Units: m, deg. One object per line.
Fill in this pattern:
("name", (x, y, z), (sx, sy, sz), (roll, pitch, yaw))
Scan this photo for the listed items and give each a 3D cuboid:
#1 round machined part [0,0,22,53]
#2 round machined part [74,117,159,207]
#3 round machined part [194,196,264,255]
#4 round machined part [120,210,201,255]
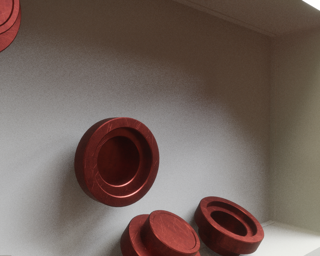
("round machined part", (-0.156, -0.105, 0.248), (0.099, 0.042, 0.097), (-4, 94, -57))
("round machined part", (-0.051, 0.037, 0.352), (0.099, 0.042, 0.097), (0, 90, -40))
("round machined part", (0.094, 0.146, 0.446), (0.099, 0.098, 0.042), (6, 114, -40))
("round machined part", (0.007, 0.134, 0.361), (0.099, 0.098, 0.042), (17, 111, -39))
